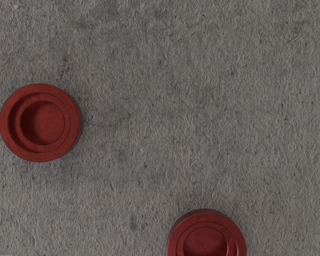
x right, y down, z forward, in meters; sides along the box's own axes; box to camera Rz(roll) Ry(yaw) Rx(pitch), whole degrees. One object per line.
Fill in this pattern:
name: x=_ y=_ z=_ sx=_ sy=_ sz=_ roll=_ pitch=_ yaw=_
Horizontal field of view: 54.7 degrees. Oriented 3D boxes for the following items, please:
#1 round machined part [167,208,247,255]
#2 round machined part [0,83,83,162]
round machined part: x=0.058 y=0.153 z=0.402 sx=0.099 sy=0.042 sz=0.097 roll=0 pitch=90 yaw=0
round machined part: x=-0.148 y=-0.007 z=0.400 sx=0.099 sy=0.042 sz=0.097 roll=0 pitch=90 yaw=0
